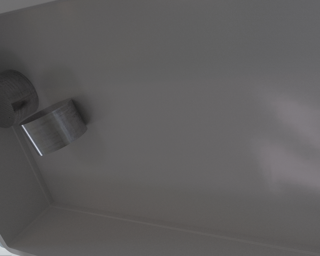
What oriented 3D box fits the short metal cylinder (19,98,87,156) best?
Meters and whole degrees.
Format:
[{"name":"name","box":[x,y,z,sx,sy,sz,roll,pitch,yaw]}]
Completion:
[{"name":"short metal cylinder","box":[-0.155,-0.003,0.453,0.080,0.080,0.050,-13,112,33]}]

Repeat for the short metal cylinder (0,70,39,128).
[{"name":"short metal cylinder","box":[-0.243,-0.047,0.492,0.080,0.050,0.079,13,124,21]}]
